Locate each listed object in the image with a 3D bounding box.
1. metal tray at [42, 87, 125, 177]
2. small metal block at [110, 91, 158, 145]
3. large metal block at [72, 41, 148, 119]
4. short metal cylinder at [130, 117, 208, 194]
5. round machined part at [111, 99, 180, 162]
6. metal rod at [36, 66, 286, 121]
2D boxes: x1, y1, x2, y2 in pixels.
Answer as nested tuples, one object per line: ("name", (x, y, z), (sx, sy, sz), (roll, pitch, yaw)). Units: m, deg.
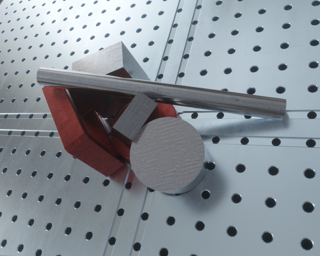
("metal tray", (-0.105, -0.003, 0.421), (0.030, 0.090, 0.130), (-38, 51, 3))
("small metal block", (-0.031, -0.010, 0.357), (0.025, 0.050, 0.050), (35, 76, -5))
("large metal block", (-0.069, -0.066, 0.446), (0.080, 0.080, 0.050), (-19, 55, 16))
("short metal cylinder", (0.012, 0.033, 0.349), (0.080, 0.050, 0.080), (-3, 74, 12))
("round machined part", (-0.024, -0.003, 0.414), (0.098, 0.042, 0.098), (-13, 56, 20))
("metal rod", (-0.007, -0.044, 0.376), (0.301, 0.025, 0.025), (9, 65, 10))
